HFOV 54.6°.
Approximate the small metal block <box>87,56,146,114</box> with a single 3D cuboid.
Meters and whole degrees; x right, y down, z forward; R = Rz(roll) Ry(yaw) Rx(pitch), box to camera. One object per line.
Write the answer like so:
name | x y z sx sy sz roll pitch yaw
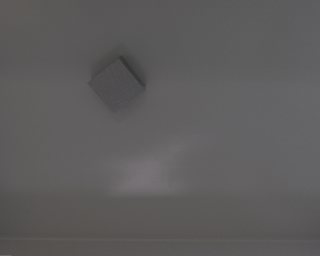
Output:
small metal block | -0.054 -0.055 0.391 0.050 0.025 0.050 -36 106 12
